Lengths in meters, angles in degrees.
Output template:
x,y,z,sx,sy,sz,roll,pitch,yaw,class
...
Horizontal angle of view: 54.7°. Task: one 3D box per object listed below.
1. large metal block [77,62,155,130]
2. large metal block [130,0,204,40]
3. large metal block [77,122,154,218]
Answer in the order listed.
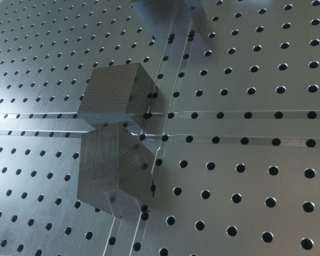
x,y,z,sx,sy,sz,roll,pitch,yaw,class
-0.062,-0.044,0.450,0.080,0.050,0.080,-1,61,27,large metal block
0.014,-0.187,0.479,0.080,0.080,0.050,0,62,28,large metal block
-0.050,0.052,0.366,0.050,0.080,0.080,-17,55,18,large metal block
